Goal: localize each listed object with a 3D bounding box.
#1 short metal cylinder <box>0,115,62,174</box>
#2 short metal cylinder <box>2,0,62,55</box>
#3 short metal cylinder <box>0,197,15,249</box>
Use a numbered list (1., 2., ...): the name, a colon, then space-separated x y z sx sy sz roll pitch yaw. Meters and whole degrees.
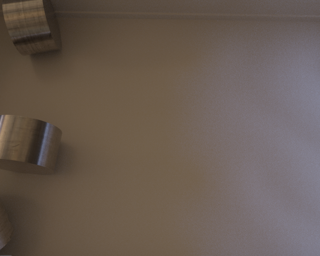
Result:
1. short metal cylinder: -0.163 0.022 0.370 0.080 0.080 0.050 5 70 1
2. short metal cylinder: -0.175 -0.145 0.431 0.050 0.080 0.080 -12 71 -5
3. short metal cylinder: -0.207 0.107 0.331 0.081 0.080 0.050 -17 105 -6
